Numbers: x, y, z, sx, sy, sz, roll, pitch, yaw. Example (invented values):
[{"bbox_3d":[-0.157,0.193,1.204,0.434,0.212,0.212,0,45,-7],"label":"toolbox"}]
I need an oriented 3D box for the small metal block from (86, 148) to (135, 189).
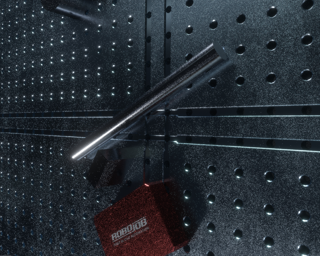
[{"bbox_3d":[-0.072,0.057,0.450,0.025,0.050,0.050,41,115,32],"label":"small metal block"}]

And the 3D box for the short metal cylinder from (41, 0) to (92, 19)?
[{"bbox_3d":[-0.157,-0.230,0.520,0.080,0.050,0.079,0,90,39],"label":"short metal cylinder"}]

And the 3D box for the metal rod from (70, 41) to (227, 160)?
[{"bbox_3d":[-0.036,-0.023,0.436,0.299,0.025,0.025,-32,70,35],"label":"metal rod"}]

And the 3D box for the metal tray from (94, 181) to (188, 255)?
[{"bbox_3d":[-0.032,0.141,0.431,0.130,0.030,0.090,-37,67,33],"label":"metal tray"}]
